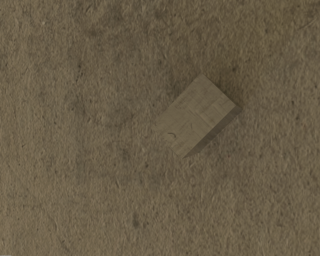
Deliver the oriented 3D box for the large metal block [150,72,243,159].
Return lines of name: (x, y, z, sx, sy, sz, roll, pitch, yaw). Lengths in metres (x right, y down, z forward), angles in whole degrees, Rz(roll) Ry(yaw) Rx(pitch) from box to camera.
large metal block: (0.047, -0.013, 0.363, 0.080, 0.080, 0.050, -47, 76, 14)
